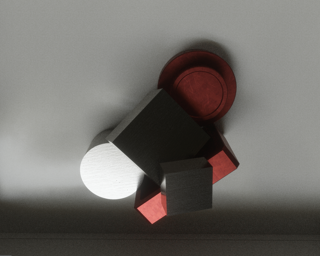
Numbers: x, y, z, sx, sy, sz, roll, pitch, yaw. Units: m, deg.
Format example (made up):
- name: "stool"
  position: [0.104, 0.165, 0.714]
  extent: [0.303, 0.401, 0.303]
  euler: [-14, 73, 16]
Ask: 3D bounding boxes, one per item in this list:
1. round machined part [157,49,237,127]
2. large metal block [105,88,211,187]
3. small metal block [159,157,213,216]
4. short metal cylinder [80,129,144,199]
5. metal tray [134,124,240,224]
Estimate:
- name: "round machined part"
  position: [0.046, -0.046, 0.384]
  extent: [0.099, 0.042, 0.097]
  euler: [0, 110, -1]
- name: "large metal block"
  position: [-0.003, 0.012, 0.363]
  extent: [0.080, 0.050, 0.080]
  euler: [45, 79, -15]
- name: "small metal block"
  position: [0.028, 0.062, 0.331]
  extent: [0.050, 0.025, 0.050]
  euler: [-7, 110, -12]
- name: "short metal cylinder"
  position: [-0.060, 0.047, 0.412]
  extent: [0.081, 0.050, 0.079]
  euler: [0, 110, -1]
- name: "metal tray"
  position: [0.029, 0.054, 0.395]
  extent: [0.130, 0.090, 0.030]
  euler: [-36, 106, 11]
